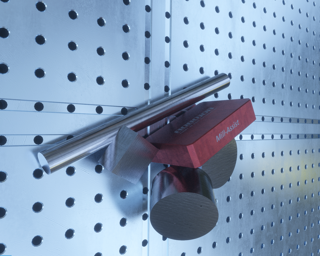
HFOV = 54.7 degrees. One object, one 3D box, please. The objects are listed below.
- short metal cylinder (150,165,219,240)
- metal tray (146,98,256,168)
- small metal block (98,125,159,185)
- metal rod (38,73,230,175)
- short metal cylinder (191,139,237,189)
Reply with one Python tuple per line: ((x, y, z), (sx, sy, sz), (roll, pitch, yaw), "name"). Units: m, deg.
((0.028, 0.092, 0.384), (0.080, 0.080, 0.050), (55, 17, -26), "short metal cylinder")
((0.053, 0.002, 0.406), (0.131, 0.090, 0.030), (-33, 111, -35), "metal tray")
((-0.035, 0.032, 0.359), (0.050, 0.025, 0.050), (-56, 143, -7), "small metal block")
((-0.008, -0.020, 0.398), (0.302, 0.025, 0.025), (-27, 107, -37), "metal rod")
((0.065, 0.040, 0.436), (0.081, 0.050, 0.079), (-11, 106, -42), "short metal cylinder")
